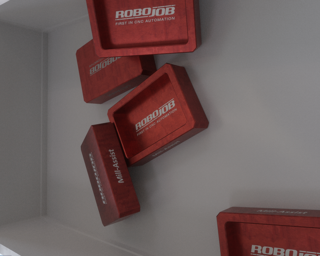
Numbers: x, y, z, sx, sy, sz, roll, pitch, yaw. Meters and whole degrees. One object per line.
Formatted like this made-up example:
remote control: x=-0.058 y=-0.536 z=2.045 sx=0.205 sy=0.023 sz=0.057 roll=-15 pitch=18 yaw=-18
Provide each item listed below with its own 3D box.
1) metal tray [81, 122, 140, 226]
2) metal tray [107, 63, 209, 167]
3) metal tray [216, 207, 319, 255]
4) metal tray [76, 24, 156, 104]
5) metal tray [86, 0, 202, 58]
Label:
metal tray: x=-0.075 y=0.068 z=0.444 sx=0.090 sy=0.030 sz=0.130 roll=-46 pitch=60 yaw=56
metal tray: x=-0.009 y=-0.013 z=0.410 sx=0.130 sy=0.030 sz=0.090 roll=-33 pitch=70 yaw=35
metal tray: x=0.124 y=0.127 z=0.301 sx=0.130 sy=0.030 sz=0.089 roll=-9 pitch=84 yaw=39
metal tray: x=-0.070 y=-0.098 z=0.461 sx=0.130 sy=0.030 sz=0.090 roll=-20 pitch=78 yaw=38
metal tray: x=-0.020 y=-0.135 z=0.371 sx=0.130 sy=0.030 sz=0.089 roll=1 pitch=113 yaw=18
